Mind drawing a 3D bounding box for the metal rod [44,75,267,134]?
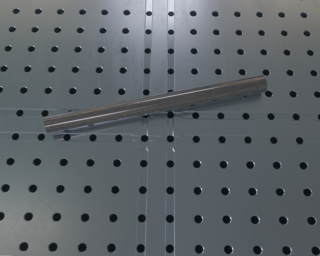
[{"bbox_3d":[-0.003,-0.033,0.423,0.302,0.025,0.025,-11,71,-4],"label":"metal rod"}]
